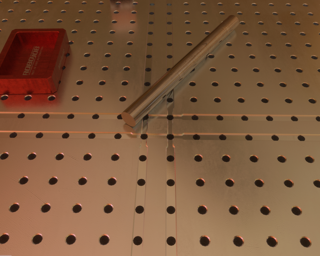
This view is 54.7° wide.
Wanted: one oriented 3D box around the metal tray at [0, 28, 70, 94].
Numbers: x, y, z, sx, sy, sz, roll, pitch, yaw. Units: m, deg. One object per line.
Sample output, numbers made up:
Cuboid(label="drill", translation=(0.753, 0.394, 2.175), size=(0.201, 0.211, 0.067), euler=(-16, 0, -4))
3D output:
Cuboid(label="metal tray", translation=(-0.203, -0.110, 0.494), size=(0.091, 0.030, 0.130), euler=(-1, 50, -1))

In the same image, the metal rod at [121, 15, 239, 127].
Cuboid(label="metal rod", translation=(0.046, -0.104, 0.495), size=(0.025, 0.025, 0.301), euler=(29, 56, 22))
